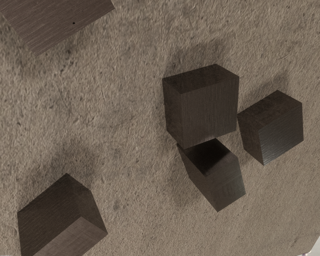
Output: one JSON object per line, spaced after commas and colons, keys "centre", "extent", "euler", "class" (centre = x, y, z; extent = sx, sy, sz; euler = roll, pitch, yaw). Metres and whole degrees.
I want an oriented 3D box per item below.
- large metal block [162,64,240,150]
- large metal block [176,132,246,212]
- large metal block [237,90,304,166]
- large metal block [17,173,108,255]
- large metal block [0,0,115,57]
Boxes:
{"centre": [0.053, -0.029, 0.403], "extent": [0.081, 0.050, 0.079], "euler": [-18, 126, -18], "class": "large metal block"}
{"centre": [0.074, 0.060, 0.451], "extent": [0.050, 0.080, 0.080], "euler": [-30, 129, -9], "class": "large metal block"}
{"centre": [0.175, 0.000, 0.489], "extent": [0.080, 0.050, 0.080], "euler": [-31, 129, -9], "class": "large metal block"}
{"centre": [-0.121, 0.116, 0.378], "extent": [0.080, 0.080, 0.050], "euler": [-39, 130, -2], "class": "large metal block"}
{"centre": [-0.099, -0.121, 0.262], "extent": [0.080, 0.050, 0.080], "euler": [-34, 129, -6], "class": "large metal block"}
